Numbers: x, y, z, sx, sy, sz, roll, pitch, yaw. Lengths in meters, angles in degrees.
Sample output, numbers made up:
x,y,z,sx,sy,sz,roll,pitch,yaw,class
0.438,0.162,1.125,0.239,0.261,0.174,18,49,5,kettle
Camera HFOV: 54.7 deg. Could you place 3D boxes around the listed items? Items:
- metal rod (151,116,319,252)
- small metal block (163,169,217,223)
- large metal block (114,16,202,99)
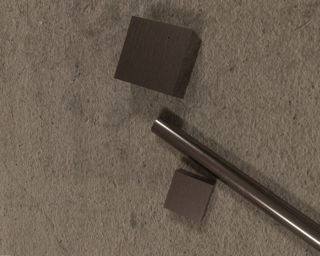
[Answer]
x,y,z,sx,sy,sz,roll,pitch,yaw,class
0.114,0.078,0.368,0.300,0.025,0.025,35,101,16,metal rod
0.038,0.085,0.395,0.050,0.025,0.050,19,96,18,small metal block
-0.002,-0.088,0.396,0.080,0.050,0.080,19,96,18,large metal block
